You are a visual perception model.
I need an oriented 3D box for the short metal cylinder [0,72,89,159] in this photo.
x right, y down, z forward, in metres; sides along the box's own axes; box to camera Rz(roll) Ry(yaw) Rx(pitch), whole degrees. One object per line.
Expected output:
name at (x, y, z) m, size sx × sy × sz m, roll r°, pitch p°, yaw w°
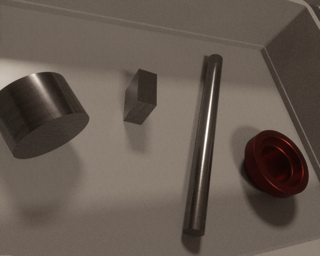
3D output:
short metal cylinder at (-0.120, -0.012, 0.313) m, size 0.081 × 0.080 × 0.050 m, roll -26°, pitch 76°, yaw -37°

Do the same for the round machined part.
round machined part at (0.163, 0.055, 0.451) m, size 0.099 × 0.042 × 0.098 m, roll 14°, pitch 56°, yaw -21°

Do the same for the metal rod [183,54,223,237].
metal rod at (0.067, 0.001, 0.442) m, size 0.025 × 0.025 × 0.300 m, roll 24°, pitch 53°, yaw -14°

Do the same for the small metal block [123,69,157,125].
small metal block at (-0.026, -0.039, 0.401) m, size 0.025 × 0.050 × 0.050 m, roll 14°, pitch 56°, yaw -21°
